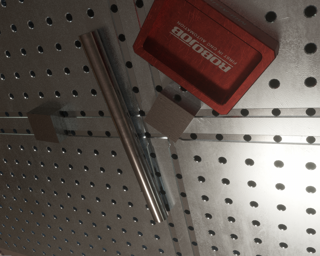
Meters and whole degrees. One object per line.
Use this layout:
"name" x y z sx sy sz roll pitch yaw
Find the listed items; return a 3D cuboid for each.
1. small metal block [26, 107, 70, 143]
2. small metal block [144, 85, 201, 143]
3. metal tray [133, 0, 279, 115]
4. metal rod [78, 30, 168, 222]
"small metal block" -0.181 -0.005 0.500 0.050 0.025 0.050 5 121 25
"small metal block" 0.015 -0.017 0.391 0.050 0.025 0.050 35 129 4
"metal tray" 0.045 -0.085 0.330 0.130 0.030 0.089 36 129 3
"metal rod" -0.044 0.012 0.440 0.025 0.025 0.298 -5 116 30
